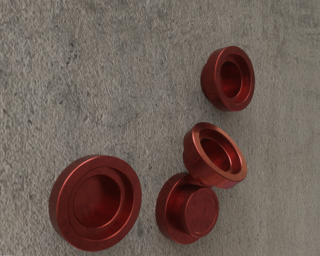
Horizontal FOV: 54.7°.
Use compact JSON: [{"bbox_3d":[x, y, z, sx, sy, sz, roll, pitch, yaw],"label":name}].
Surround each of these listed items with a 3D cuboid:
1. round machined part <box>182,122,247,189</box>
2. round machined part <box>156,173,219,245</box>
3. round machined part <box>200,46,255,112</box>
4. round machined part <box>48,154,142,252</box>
[{"bbox_3d":[0.071,0.043,0.432,0.098,0.042,0.098,27,37,-23],"label":"round machined part"},{"bbox_3d":[0.045,0.113,0.431,0.099,0.042,0.097,0,90,-40],"label":"round machined part"},{"bbox_3d":[0.100,-0.073,0.477,0.099,0.042,0.097,0,90,-40],"label":"round machined part"},{"bbox_3d":[-0.071,0.077,0.334,0.099,0.042,0.097,0,90,-40],"label":"round machined part"}]
